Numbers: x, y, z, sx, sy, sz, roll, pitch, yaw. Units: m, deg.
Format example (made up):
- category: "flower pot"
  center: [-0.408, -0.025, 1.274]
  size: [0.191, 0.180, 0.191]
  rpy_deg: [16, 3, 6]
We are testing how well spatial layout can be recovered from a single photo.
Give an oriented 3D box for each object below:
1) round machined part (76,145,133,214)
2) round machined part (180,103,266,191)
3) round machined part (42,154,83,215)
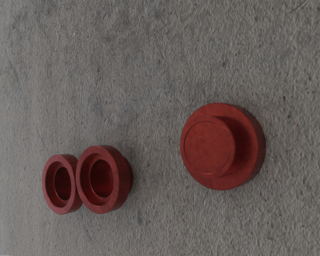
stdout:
- category: "round machined part"
  center: [-0.078, 0.074, 0.459]
  size: [0.098, 0.042, 0.097]
  rpy_deg: [0, 90, 40]
- category: "round machined part"
  center: [0.061, 0.021, 0.343]
  size: [0.098, 0.042, 0.097]
  rpy_deg: [0, 90, 40]
- category: "round machined part"
  center: [-0.153, 0.092, 0.521]
  size: [0.098, 0.042, 0.097]
  rpy_deg: [0, 90, 40]
